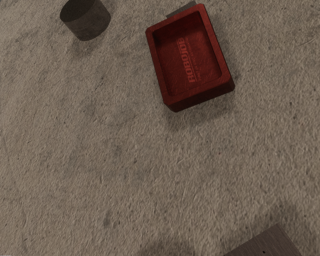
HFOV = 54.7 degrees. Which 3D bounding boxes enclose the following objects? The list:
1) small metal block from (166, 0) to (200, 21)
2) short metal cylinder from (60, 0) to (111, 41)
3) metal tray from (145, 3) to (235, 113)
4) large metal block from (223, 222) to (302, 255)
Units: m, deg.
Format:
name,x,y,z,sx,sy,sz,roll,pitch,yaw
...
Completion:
name,x,y,z,sx,sy,sz,roll,pitch,yaw
small metal block,0.043,-0.163,0.481,0.050,0.025,0.050,-26,53,11
short metal cylinder,-0.142,-0.214,0.591,0.080,0.050,0.080,-13,56,20
metal tray,0.038,-0.096,0.421,0.090,0.030,0.130,-21,66,15
large metal block,0.091,0.139,0.255,0.080,0.050,0.080,-34,52,6
